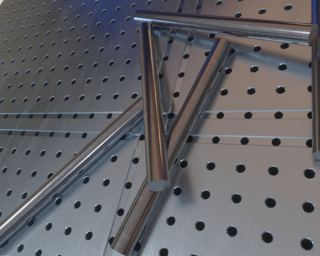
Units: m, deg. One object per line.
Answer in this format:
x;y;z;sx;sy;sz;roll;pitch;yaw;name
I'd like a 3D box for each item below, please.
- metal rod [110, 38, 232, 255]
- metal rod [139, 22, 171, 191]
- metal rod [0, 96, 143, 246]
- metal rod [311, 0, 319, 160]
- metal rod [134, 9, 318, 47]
0.022;0.011;0.388;0.025;0.025;0.300;16;70;34;metal rod
-0.012;-0.053;0.425;0.025;0.025;0.300;-20;48;16;metal rod
-0.130;0.065;0.434;0.300;0.025;0.025;-42;51;-1;metal rod
0.195;-0.104;0.369;0.025;0.025;0.300;-1;61;27;metal rod
0.069;-0.151;0.449;0.300;0.025;0.025;23;74;40;metal rod
